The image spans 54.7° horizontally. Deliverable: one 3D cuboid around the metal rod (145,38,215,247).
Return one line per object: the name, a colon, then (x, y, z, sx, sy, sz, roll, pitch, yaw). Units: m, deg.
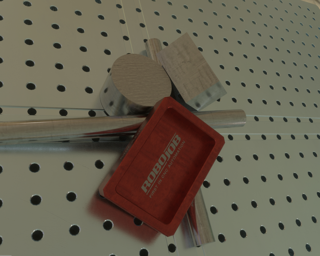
metal rod: (0.020, 0.001, 0.418, 0.025, 0.025, 0.299, 1, 62, -28)

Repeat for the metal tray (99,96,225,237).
metal tray: (0.005, 0.041, 0.349, 0.090, 0.030, 0.130, 37, 71, -12)

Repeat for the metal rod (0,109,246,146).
metal rod: (-0.027, -0.004, 0.375, 0.303, 0.025, 0.025, -4, 64, -22)

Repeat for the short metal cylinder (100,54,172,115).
short metal cylinder: (-0.032, -0.049, 0.404, 0.081, 0.050, 0.080, 14, 56, -21)

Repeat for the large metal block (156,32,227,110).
large metal block: (0.047, -0.075, 0.438, 0.080, 0.050, 0.080, 60, 14, 14)
